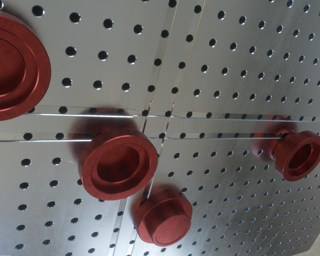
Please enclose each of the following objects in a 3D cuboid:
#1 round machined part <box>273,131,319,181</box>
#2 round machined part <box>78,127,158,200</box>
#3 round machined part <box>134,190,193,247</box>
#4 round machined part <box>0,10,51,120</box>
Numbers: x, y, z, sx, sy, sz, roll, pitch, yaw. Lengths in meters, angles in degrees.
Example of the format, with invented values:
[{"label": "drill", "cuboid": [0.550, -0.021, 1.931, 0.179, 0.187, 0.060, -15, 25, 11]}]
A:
[{"label": "round machined part", "cuboid": [0.249, 0.047, 0.569, 0.099, 0.042, 0.097, -14, 125, -21]}, {"label": "round machined part", "cuboid": [-0.056, 0.041, 0.397, 0.099, 0.042, 0.097, -14, 124, -21]}, {"label": "round machined part", "cuboid": [0.011, 0.153, 0.503, 0.099, 0.042, 0.097, -14, 125, -21]}, {"label": "round machined part", "cuboid": [-0.154, -0.058, 0.281, 0.099, 0.042, 0.097, -14, 125, -21]}]
